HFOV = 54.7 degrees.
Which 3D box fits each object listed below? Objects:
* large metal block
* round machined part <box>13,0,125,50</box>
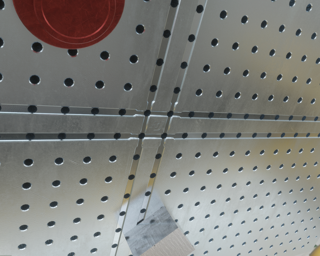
[{"bbox_3d":[0.000,0.189,0.512,0.080,0.050,0.080,-35,129,-6],"label":"large metal block"},{"bbox_3d":[-0.078,-0.115,0.277,0.099,0.042,0.097,-15,134,-16],"label":"round machined part"}]
